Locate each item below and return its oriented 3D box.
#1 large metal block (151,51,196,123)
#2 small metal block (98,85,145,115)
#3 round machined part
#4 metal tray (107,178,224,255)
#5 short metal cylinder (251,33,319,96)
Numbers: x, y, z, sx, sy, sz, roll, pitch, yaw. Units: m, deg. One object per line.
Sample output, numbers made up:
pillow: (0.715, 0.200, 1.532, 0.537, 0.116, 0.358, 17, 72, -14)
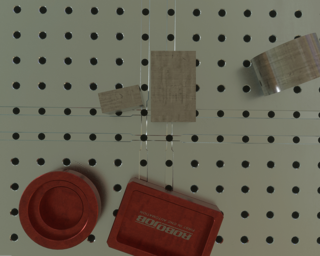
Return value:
large metal block: (0.015, -0.047, 0.386, 0.050, 0.080, 0.079, 0, 90, 0)
small metal block: (-0.048, -0.035, 0.400, 0.050, 0.050, 0.025, -12, 90, 0)
round machined part: (-0.126, 0.102, 0.404, 0.099, 0.042, 0.097, 0, 90, 0)
metal tray: (0.007, 0.130, 0.410, 0.131, 0.030, 0.090, 20, 90, 0)
short metal cylinder: (0.162, -0.077, 0.387, 0.080, 0.080, 0.050, -21, 90, 0)
